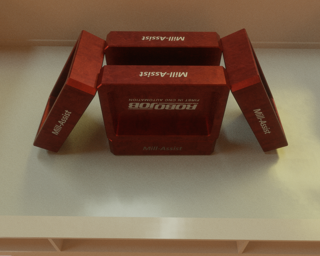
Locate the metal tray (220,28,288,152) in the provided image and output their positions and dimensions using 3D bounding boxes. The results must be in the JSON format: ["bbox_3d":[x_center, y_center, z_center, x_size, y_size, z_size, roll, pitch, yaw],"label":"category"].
[{"bbox_3d":[0.114,-0.042,0.372,0.030,0.130,0.090,-20,47,23],"label":"metal tray"}]

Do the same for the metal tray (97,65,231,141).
[{"bbox_3d":[0.004,-0.025,0.342,0.131,0.089,0.030,0,50,-1],"label":"metal tray"}]

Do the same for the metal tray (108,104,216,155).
[{"bbox_3d":[0.003,-0.009,0.408,0.131,0.030,0.090,0,50,-1],"label":"metal tray"}]

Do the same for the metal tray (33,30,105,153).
[{"bbox_3d":[-0.109,-0.040,0.370,0.030,0.129,0.090,22,46,-24],"label":"metal tray"}]

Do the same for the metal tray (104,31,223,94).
[{"bbox_3d":[0.004,-0.072,0.381,0.131,0.089,0.030,0,50,0],"label":"metal tray"}]
